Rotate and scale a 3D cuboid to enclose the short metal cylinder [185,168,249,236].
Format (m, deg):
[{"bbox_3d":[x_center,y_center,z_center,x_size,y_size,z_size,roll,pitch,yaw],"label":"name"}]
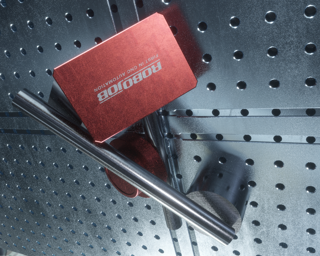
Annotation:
[{"bbox_3d":[0.075,0.101,0.418,0.080,0.050,0.079,13,124,20],"label":"short metal cylinder"}]

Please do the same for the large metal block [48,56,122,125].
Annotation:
[{"bbox_3d":[-0.097,-0.039,0.402,0.050,0.080,0.079,36,129,4],"label":"large metal block"}]

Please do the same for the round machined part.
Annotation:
[{"bbox_3d":[-0.041,0.059,0.436,0.098,0.042,0.097,27,134,32],"label":"round machined part"}]

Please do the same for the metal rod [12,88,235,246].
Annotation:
[{"bbox_3d":[-0.038,0.050,0.369,0.301,0.025,0.025,35,129,-6],"label":"metal rod"}]

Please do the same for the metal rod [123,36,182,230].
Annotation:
[{"bbox_3d":[-0.005,0.022,0.426,0.025,0.025,0.298,2,120,27],"label":"metal rod"}]

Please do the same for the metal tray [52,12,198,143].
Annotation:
[{"bbox_3d":[-0.036,-0.055,0.341,0.131,0.030,0.090,-31,105,-6],"label":"metal tray"}]
